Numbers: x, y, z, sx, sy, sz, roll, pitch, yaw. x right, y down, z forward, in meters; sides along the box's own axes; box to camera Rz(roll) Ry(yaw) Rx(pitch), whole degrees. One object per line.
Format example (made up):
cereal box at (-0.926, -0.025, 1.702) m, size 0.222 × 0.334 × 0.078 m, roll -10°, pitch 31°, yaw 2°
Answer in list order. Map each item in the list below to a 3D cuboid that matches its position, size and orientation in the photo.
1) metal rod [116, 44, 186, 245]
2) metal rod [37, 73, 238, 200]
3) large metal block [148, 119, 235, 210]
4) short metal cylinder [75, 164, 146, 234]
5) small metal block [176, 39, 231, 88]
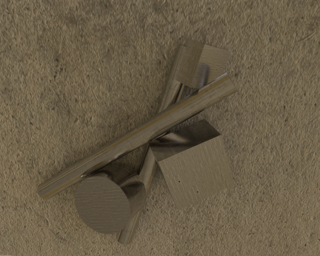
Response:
metal rod at (-0.010, 0.035, 0.423) m, size 0.025 × 0.025 × 0.298 m, roll 16°, pitch 109°, yaw -6°
metal rod at (-0.041, 0.019, 0.399) m, size 0.300 × 0.025 × 0.025 m, roll -30°, pitch 108°, yaw 17°
large metal block at (0.041, 0.046, 0.399) m, size 0.080 × 0.050 × 0.080 m, roll -23°, pitch 118°, yaw -5°
short metal cylinder at (-0.066, 0.094, 0.418) m, size 0.080 × 0.050 × 0.079 m, roll 5°, pitch 104°, yaw 19°
small metal block at (0.052, -0.075, 0.371) m, size 0.050 × 0.025 × 0.050 m, roll -1°, pitch 116°, yaw -43°
